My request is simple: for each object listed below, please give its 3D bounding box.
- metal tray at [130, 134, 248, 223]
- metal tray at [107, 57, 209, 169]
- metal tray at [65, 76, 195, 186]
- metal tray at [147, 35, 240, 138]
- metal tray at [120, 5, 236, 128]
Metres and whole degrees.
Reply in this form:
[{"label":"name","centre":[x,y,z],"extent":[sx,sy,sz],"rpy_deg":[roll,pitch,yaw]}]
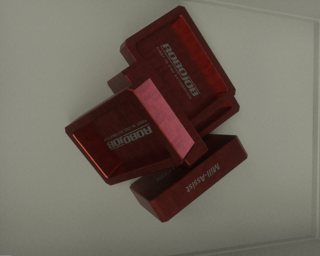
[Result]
[{"label":"metal tray","centre":[0.033,0.055,0.388],"extent":[0.131,0.090,0.030],"rpy_deg":[-34,102,-17]},{"label":"metal tray","centre":[-0.006,-0.015,0.372],"extent":[0.030,0.090,0.130],"rpy_deg":[-39,103,-16]},{"label":"metal tray","centre":[-0.038,0.010,0.341],"extent":[0.090,0.130,0.030],"rpy_deg":[55,43,-12]},{"label":"metal tray","centre":[0.040,-0.055,0.423],"extent":[0.090,0.030,0.130],"rpy_deg":[-36,101,-15]},{"label":"metal tray","centre":[0.024,-0.071,0.384],"extent":[0.090,0.030,0.130],"rpy_deg":[-38,102,-16]}]
